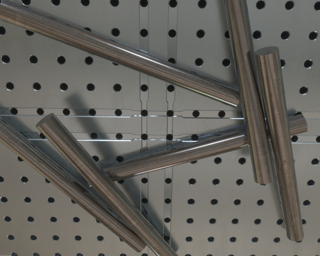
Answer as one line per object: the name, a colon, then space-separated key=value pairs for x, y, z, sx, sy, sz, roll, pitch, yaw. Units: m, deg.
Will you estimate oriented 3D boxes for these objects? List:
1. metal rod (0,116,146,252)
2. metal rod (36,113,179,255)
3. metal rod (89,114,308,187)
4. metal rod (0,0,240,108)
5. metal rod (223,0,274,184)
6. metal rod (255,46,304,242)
metal rod: x=-0.131 y=0.080 z=0.441 sx=0.025 sy=0.025 sz=0.300 roll=-42 pitch=105 yaw=14
metal rod: x=-0.057 y=0.101 z=0.427 sx=0.025 sy=0.025 sz=0.300 roll=-30 pitch=116 yaw=10
metal rod: x=0.046 y=0.033 z=0.425 sx=0.301 sy=0.025 sz=0.025 roll=-15 pitch=110 yaw=5
metal rod: x=-0.041 y=-0.088 z=0.380 sx=0.301 sy=0.025 sz=0.025 roll=20 pitch=109 yaw=-7
metal rod: x=0.102 y=-0.073 z=0.370 sx=0.025 sy=0.025 sz=0.298 roll=-13 pitch=104 yaw=4
metal rod: x=0.161 y=0.040 z=0.406 sx=0.025 sy=0.025 sz=0.299 roll=-17 pitch=118 yaw=6
